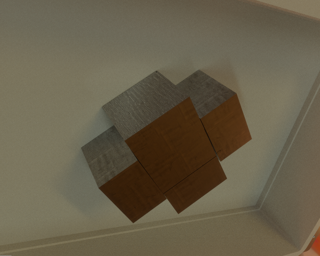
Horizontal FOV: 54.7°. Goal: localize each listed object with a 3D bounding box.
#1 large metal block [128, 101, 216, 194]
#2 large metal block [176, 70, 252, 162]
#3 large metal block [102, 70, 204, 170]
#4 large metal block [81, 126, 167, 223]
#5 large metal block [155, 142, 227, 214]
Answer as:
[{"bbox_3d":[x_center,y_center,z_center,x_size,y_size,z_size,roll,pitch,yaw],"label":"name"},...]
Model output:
[{"bbox_3d":[0.010,0.021,0.392,0.080,0.080,0.050,-35,129,-6],"label":"large metal block"},{"bbox_3d":[0.064,-0.017,0.398,0.050,0.080,0.080,-35,129,-5],"label":"large metal block"},{"bbox_3d":[-0.010,-0.012,0.360,0.080,0.080,0.050,-35,129,-6],"label":"large metal block"},{"bbox_3d":[-0.045,0.056,0.383,0.050,0.080,0.080,-35,129,-5],"label":"large metal block"},{"bbox_3d":[0.030,0.055,0.425,0.080,0.080,0.050,-35,129,-6],"label":"large metal block"}]
